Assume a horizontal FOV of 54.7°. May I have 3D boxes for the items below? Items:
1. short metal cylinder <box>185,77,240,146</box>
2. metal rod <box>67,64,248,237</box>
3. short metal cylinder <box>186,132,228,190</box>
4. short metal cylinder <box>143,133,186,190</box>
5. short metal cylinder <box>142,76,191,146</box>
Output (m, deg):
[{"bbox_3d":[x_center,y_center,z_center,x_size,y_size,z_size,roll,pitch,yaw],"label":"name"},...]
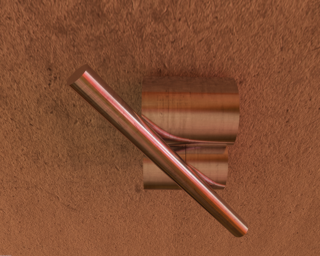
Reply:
[{"bbox_3d":[0.056,-0.019,0.357,0.050,0.080,0.079,1,130,-1],"label":"short metal cylinder"},{"bbox_3d":[0.019,0.046,0.343,0.025,0.025,0.300,-30,125,22],"label":"metal rod"},{"bbox_3d":[0.056,0.042,0.409,0.050,0.080,0.079,1,130,-1],"label":"short metal cylinder"},{"bbox_3d":[0.005,0.042,0.408,0.050,0.080,0.079,1,130,-1],"label":"short metal cylinder"},{"bbox_3d":[0.006,-0.020,0.356,0.050,0.080,0.079,1,130,-1],"label":"short metal cylinder"}]
